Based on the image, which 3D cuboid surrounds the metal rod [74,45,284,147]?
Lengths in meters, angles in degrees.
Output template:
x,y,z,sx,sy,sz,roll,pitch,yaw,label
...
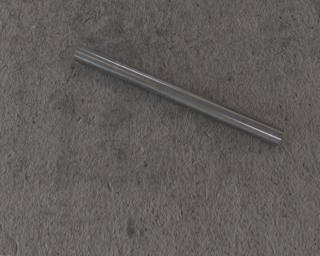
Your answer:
x,y,z,sx,sy,sz,roll,pitch,yaw,label
0.020,-0.047,0.425,0.301,0.025,0.025,24,72,8,metal rod
